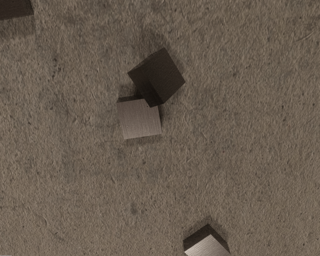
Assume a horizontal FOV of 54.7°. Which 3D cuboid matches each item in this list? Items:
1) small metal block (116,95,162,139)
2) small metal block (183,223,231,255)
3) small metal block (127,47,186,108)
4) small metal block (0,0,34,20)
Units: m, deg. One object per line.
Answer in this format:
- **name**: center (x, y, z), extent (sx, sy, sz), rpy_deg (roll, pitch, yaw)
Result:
- **small metal block**: center (-0.026, -0.016, 0.404), extent (0.050, 0.025, 0.050), rpy_deg (-9, 110, 2)
- **small metal block**: center (0.072, 0.185, 0.479), extent (0.050, 0.025, 0.050), rpy_deg (-39, 106, 12)
- **small metal block**: center (-0.003, -0.061, 0.372), extent (0.025, 0.050, 0.050), rpy_deg (-14, 116, 48)
- **small metal block**: center (-0.180, -0.150, 0.352), extent (0.050, 0.025, 0.050), rpy_deg (-9, 110, 3)
